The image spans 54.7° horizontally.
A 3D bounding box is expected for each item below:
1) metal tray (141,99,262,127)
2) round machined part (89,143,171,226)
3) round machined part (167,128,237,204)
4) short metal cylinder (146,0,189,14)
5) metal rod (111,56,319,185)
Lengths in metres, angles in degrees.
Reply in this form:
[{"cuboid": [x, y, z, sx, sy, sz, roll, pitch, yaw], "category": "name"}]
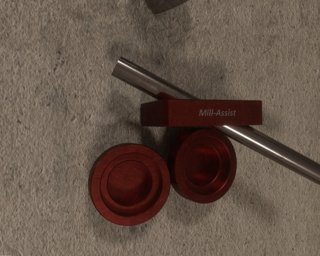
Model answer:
[{"cuboid": [0.050, -0.018, 0.394, 0.131, 0.090, 0.030, -1, 91, -20], "category": "metal tray"}, {"cuboid": [-0.040, 0.067, 0.386, 0.099, 0.042, 0.097, 0, 90, -20], "category": "round machined part"}, {"cuboid": [0.052, 0.049, 0.416, 0.099, 0.042, 0.097, 0, 89, -28], "category": "round machined part"}, {"cuboid": [0.016, -0.185, 0.386, 0.080, 0.080, 0.050, -29, 100, -18], "category": "short metal cylinder"}, {"cuboid": [0.081, -0.005, 0.384, 0.301, 0.025, 0.025, 27, 81, -9], "category": "metal rod"}]
